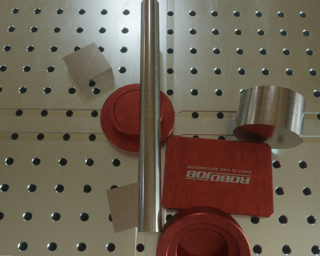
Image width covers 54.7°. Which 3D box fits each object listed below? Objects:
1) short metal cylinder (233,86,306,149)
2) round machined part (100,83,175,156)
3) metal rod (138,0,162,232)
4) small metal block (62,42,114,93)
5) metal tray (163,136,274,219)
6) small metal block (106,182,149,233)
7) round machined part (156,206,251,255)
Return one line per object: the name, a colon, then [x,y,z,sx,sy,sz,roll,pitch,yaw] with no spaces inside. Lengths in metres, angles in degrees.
short metal cylinder: [0.136,-0.011,0.387,0.080,0.080,0.050,13,71,5]
round machined part: [-0.030,-0.016,0.408,0.099,0.042,0.098,0,70,0]
metal rod: [-0.012,-0.031,0.377,0.025,0.025,0.299,-1,70,0]
small metal block: [-0.102,-0.087,0.443,0.050,0.025,0.050,-31,73,-11]
metal tray: [0.071,0.061,0.387,0.131,0.030,0.090,5,70,1]
small metal block: [-0.034,0.096,0.376,0.050,0.025,0.050,-14,71,-5]
round machined part: [0.046,0.132,0.341,0.099,0.042,0.097,0,97,2]
